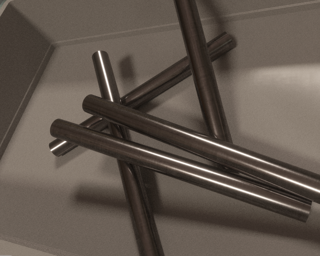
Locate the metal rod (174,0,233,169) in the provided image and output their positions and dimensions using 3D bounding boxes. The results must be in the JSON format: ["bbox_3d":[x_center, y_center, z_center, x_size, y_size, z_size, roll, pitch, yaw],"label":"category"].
[{"bbox_3d":[0.041,-0.099,0.363,0.025,0.025,0.298,-16,81,19],"label":"metal rod"}]

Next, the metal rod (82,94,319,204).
[{"bbox_3d":[0.032,0.014,0.336,0.300,0.025,0.025,20,72,28],"label":"metal rod"}]

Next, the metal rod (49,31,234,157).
[{"bbox_3d":[-0.031,-0.045,0.448,0.300,0.025,0.025,-31,52,7],"label":"metal rod"}]

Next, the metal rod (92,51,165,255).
[{"bbox_3d":[-0.049,0.015,0.397,0.025,0.025,0.299,-26,60,12],"label":"metal rod"}]

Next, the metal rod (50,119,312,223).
[{"bbox_3d":[0.003,0.038,0.342,0.301,0.025,0.025,16,70,21],"label":"metal rod"}]
